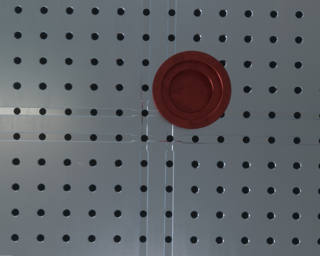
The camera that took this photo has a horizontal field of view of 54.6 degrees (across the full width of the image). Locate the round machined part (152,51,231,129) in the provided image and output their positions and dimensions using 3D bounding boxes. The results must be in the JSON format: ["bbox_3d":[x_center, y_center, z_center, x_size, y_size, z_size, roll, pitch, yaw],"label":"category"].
[{"bbox_3d":[0.040,-0.047,0.405,0.099,0.042,0.097,0,90,0],"label":"round machined part"}]
